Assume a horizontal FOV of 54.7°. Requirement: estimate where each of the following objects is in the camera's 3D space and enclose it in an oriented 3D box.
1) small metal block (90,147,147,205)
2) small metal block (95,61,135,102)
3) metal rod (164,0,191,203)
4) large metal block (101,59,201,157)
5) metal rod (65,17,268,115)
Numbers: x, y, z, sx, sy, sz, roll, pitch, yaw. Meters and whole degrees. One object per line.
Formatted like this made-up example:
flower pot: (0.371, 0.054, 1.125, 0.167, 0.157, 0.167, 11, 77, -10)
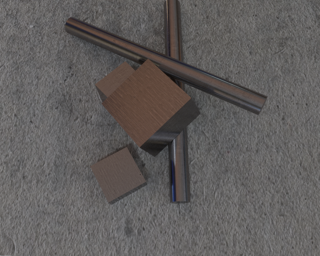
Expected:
small metal block: (-0.051, 0.060, 0.386, 0.050, 0.025, 0.050, -28, 73, -10)
small metal block: (-0.054, -0.053, 0.413, 0.050, 0.050, 0.025, -41, 74, -14)
metal rod: (0.022, -0.050, 0.426, 0.025, 0.025, 0.299, -1, 70, -1)
large metal block: (-0.010, -0.024, 0.385, 0.080, 0.050, 0.080, -44, 64, 1)
metal rod: (-0.005, -0.090, 0.417, 0.301, 0.025, 0.025, 26, 72, 18)
